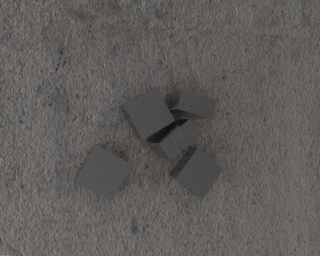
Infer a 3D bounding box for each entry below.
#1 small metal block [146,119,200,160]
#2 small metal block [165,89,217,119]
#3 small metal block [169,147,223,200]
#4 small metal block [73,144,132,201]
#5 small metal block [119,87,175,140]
[{"bbox_3d":[0.016,0.013,0.402,0.050,0.050,0.025,-38,103,-16],"label":"small metal block"},{"bbox_3d":[0.038,-0.030,0.410,0.050,0.050,0.025,14,86,-20],"label":"small metal block"},{"bbox_3d":[0.050,0.061,0.427,0.050,0.025,0.050,40,77,-16],"label":"small metal block"},{"bbox_3d":[-0.071,0.054,0.383,0.050,0.025,0.050,32,80,-17],"label":"small metal block"},{"bbox_3d":[-0.017,-0.019,0.403,0.050,0.025,0.050,-31,101,-17],"label":"small metal block"}]
